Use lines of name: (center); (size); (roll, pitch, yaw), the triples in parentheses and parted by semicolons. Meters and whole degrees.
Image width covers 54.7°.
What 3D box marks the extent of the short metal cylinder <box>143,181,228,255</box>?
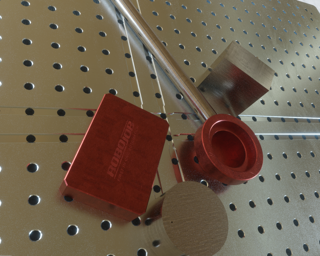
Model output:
short metal cylinder: (0.028, 0.105, 0.344); (0.081, 0.050, 0.080); (14, 56, -21)

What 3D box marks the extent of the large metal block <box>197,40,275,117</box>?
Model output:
large metal block: (0.116, -0.074, 0.483); (0.080, 0.080, 0.050); (35, 51, -6)

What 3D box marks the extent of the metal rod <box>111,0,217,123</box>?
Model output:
metal rod: (-0.009, -0.130, 0.484); (0.025, 0.025, 0.299); (-28, 77, -37)

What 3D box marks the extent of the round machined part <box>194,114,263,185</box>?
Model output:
round machined part: (0.089, 0.032, 0.428); (0.099, 0.042, 0.098); (14, 56, -21)

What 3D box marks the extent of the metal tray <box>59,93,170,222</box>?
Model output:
metal tray: (-0.047, 0.030, 0.362); (0.090, 0.030, 0.130); (26, 52, -13)
